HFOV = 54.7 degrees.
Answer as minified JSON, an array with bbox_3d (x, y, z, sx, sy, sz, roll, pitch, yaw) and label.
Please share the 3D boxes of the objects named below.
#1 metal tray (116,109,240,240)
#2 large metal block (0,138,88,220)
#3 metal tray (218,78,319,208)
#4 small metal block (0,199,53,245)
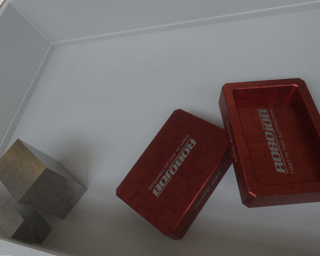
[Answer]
[{"bbox_3d":[0.021,0.049,0.361,0.090,0.030,0.130,28,77,37],"label":"metal tray"},{"bbox_3d":[-0.157,0.068,0.409,0.080,0.080,0.050,30,79,37],"label":"large metal block"},{"bbox_3d":[0.117,0.010,0.313,0.091,0.030,0.130,-4,57,-2],"label":"metal tray"},{"bbox_3d":[-0.178,0.123,0.405,0.050,0.050,0.025,28,77,37],"label":"small metal block"}]
